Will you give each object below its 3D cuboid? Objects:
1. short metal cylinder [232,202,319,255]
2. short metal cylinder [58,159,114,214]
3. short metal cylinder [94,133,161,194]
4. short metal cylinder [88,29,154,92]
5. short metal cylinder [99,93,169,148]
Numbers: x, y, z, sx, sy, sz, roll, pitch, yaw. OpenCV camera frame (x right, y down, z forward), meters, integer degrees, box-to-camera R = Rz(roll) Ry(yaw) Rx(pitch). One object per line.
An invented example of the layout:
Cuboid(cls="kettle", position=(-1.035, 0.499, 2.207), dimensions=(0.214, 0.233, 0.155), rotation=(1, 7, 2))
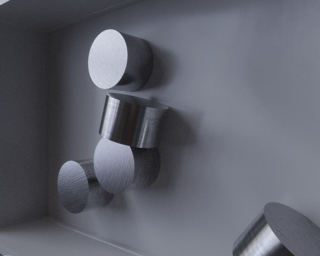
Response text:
Cuboid(cls="short metal cylinder", position=(0.114, 0.114, 0.277), dimensions=(0.080, 0.081, 0.050), rotation=(44, 117, 31))
Cuboid(cls="short metal cylinder", position=(-0.116, 0.089, 0.487), dimensions=(0.080, 0.050, 0.080), rotation=(0, 90, 40))
Cuboid(cls="short metal cylinder", position=(-0.046, 0.047, 0.429), dimensions=(0.080, 0.050, 0.080), rotation=(0, 90, 40))
Cuboid(cls="short metal cylinder", position=(-0.056, -0.093, 0.437), dimensions=(0.080, 0.050, 0.080), rotation=(0, 90, 40))
Cuboid(cls="short metal cylinder", position=(-0.034, -0.011, 0.399), dimensions=(0.080, 0.081, 0.050), rotation=(22, 104, 38))
